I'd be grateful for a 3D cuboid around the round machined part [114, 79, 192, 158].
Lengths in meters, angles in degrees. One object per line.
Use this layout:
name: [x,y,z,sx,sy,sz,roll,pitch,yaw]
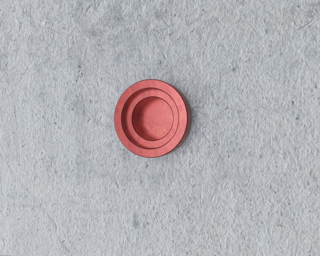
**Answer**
round machined part: [-0.006,-0.012,0.402,0.098,0.042,0.097,0,90,20]
